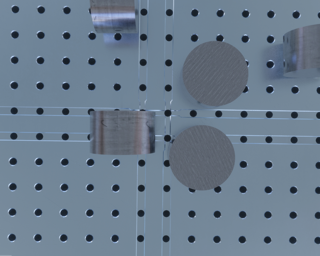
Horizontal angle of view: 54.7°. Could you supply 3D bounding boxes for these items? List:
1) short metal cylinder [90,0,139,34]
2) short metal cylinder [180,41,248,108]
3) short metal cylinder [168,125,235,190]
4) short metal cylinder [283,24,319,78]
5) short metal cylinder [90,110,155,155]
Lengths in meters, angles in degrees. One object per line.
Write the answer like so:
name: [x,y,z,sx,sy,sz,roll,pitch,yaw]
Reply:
short metal cylinder: [-0.054,-0.159,0.385,0.050,0.080,0.079,0,90,0]
short metal cylinder: [0.067,-0.067,0.402,0.081,0.050,0.079,0,90,-1]
short metal cylinder: [0.051,0.036,0.402,0.081,0.050,0.079,0,90,-1]
short metal cylinder: [0.198,-0.094,0.388,0.081,0.080,0.050,-1,90,-1]
short metal cylinder: [-0.046,0.005,0.385,0.081,0.080,0.050,0,90,-1]
